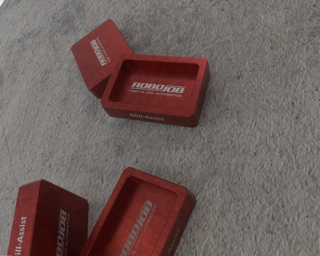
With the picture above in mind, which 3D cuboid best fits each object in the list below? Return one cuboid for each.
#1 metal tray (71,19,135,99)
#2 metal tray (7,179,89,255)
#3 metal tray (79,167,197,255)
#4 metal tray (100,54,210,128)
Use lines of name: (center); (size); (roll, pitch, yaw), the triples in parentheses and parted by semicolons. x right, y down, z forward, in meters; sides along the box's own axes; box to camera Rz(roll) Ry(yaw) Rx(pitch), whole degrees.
metal tray: (-0.093, -0.120, 0.523); (0.090, 0.030, 0.130); (-34, 51, 5)
metal tray: (-0.121, 0.133, 0.343); (0.030, 0.090, 0.130); (-18, 55, 18)
metal tray: (-0.027, 0.117, 0.342); (0.090, 0.030, 0.130); (15, 69, 34)
metal tray: (-0.005, -0.054, 0.421); (0.130, 0.030, 0.090); (8, 65, 19)
